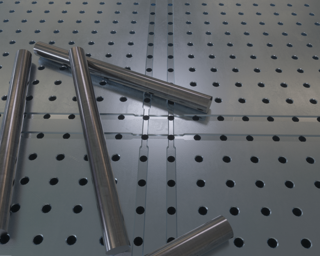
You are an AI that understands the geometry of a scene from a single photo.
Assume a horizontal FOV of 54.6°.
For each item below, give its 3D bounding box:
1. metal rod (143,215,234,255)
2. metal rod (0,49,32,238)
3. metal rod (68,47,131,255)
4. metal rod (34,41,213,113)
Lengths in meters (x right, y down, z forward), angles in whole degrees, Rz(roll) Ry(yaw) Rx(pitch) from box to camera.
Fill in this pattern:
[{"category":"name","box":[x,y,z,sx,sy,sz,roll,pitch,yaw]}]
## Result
[{"category":"metal rod","box":[-0.065,0.156,0.276,0.302,0.025,0.025,-22,53,-18]},{"category":"metal rod","box":[-0.196,-0.005,0.411,0.025,0.025,0.300,-8,50,-6]},{"category":"metal rod","box":[-0.084,0.003,0.389,0.025,0.025,0.299,-13,56,-11]},{"category":"metal rod","box":[-0.066,-0.083,0.476,0.301,0.025,0.025,20,53,16]}]
